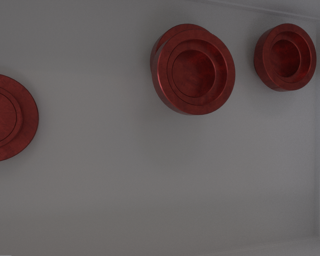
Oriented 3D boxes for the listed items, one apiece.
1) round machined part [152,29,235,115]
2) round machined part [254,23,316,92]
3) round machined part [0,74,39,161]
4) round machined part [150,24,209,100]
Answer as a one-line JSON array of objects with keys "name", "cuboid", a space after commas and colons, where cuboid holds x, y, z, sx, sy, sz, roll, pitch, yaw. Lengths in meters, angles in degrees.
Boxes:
[{"name": "round machined part", "cuboid": [0.036, -0.064, 0.370, 0.099, 0.042, 0.097, 0, 91, -20]}, {"name": "round machined part", "cuboid": [0.183, -0.103, 0.468, 0.099, 0.042, 0.097, 0, 90, -20]}, {"name": "round machined part", "cuboid": [-0.184, -0.011, 0.334, 0.099, 0.042, 0.097, 0, 90, -20]}, {"name": "round machined part", "cuboid": [0.033, -0.084, 0.413, 0.099, 0.042, 0.097, 0, 90, -20]}]
